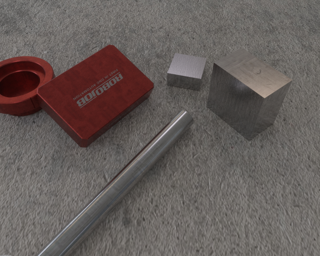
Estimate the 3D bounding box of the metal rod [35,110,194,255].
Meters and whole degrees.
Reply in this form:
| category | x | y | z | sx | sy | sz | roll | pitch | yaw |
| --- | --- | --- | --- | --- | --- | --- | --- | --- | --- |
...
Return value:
| category | x | y | z | sx | sy | sz | roll | pitch | yaw |
| --- | --- | --- | --- | --- | --- | --- | --- | --- | --- |
| metal rod | -0.057 | 0.078 | 0.337 | 0.025 | 0.025 | 0.301 | 31 | 56 | 23 |

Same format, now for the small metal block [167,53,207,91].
| category | x | y | z | sx | sy | sz | roll | pitch | yaw |
| --- | --- | --- | --- | --- | --- | --- | --- | --- | --- |
| small metal block | 0.042 | -0.086 | 0.476 | 0.050 | 0.025 | 0.050 | 12 | 51 | 9 |

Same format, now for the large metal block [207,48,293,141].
| category | x | y | z | sx | sy | sz | roll | pitch | yaw |
| --- | --- | --- | --- | --- | --- | --- | --- | --- | --- |
| large metal block | 0.112 | -0.044 | 0.405 | 0.050 | 0.080 | 0.080 | -31 | 57 | -23 |

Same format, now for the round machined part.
| category | x | y | z | sx | sy | sz | roll | pitch | yaw |
| --- | --- | --- | --- | --- | --- | --- | --- | --- | --- |
| round machined part | -0.195 | -0.055 | 0.437 | 0.099 | 0.042 | 0.098 | 0 | 50 | 0 |

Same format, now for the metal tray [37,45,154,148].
| category | x | y | z | sx | sy | sz | roll | pitch | yaw |
| --- | --- | --- | --- | --- | --- | --- | --- | --- | --- |
| metal tray | -0.084 | -0.047 | 0.418 | 0.090 | 0.030 | 0.131 | 45 | 60 | 6 |
